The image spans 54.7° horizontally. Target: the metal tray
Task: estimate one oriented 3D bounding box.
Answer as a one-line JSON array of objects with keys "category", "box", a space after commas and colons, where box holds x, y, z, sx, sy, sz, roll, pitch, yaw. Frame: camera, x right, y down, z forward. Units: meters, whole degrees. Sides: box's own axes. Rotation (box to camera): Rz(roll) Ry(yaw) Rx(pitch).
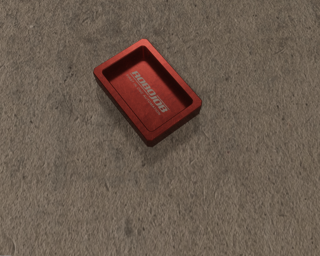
[{"category": "metal tray", "box": [-0.017, -0.050, 0.423, 0.090, 0.030, 0.130, -36, 74, -13]}]
